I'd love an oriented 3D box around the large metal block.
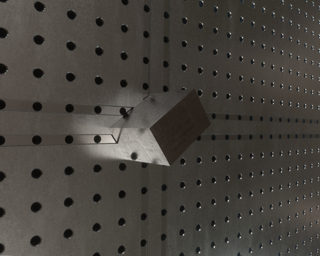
[{"bbox_3d":[0.000,-0.002,0.375,0.080,0.080,0.050,-42,116,-32],"label":"large metal block"}]
